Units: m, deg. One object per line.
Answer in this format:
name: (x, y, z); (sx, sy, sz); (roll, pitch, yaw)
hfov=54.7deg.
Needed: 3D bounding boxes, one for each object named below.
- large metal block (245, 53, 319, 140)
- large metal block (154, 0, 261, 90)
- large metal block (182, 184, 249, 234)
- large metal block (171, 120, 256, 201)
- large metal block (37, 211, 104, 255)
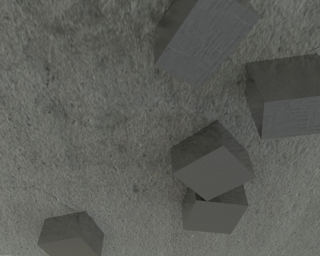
large metal block: (0.144, -0.036, 0.343); (0.080, 0.080, 0.050); (-6, 130, 5)
large metal block: (0.037, -0.097, 0.289); (0.050, 0.080, 0.080); (25, 126, -20)
large metal block: (0.084, 0.124, 0.498); (0.081, 0.050, 0.079); (8, 130, -7)
large metal block: (0.073, 0.048, 0.433); (0.080, 0.050, 0.080); (-33, 123, 24)
large metal block: (-0.158, 0.200, 0.559); (0.080, 0.050, 0.080); (-14, 129, 11)
